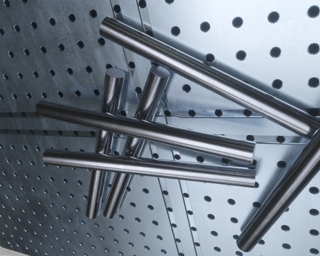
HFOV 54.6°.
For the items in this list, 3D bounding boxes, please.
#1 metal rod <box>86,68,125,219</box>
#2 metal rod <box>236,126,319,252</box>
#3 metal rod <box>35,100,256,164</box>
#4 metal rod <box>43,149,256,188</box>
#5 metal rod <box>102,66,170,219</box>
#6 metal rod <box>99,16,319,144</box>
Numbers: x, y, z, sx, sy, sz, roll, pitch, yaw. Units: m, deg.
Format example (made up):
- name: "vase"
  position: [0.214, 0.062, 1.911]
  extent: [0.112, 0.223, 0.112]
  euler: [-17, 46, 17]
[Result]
- name: "metal rod"
  position: [-0.091, 0.044, 0.486]
  extent: [0.025, 0.025, 0.298]
  euler: [26, 128, 12]
- name: "metal rod"
  position: [0.148, 0.063, 0.348]
  extent: [0.025, 0.025, 0.298]
  euler: [25, 135, 12]
- name: "metal rod"
  position: [-0.034, -0.001, 0.395]
  extent: [0.301, 0.025, 0.025]
  euler: [12, 123, 21]
- name: "metal rod"
  position: [-0.025, 0.053, 0.429]
  extent: [0.301, 0.025, 0.025]
  euler: [4, 121, 16]
- name: "metal rod"
  position: [-0.045, 0.042, 0.461]
  extent: [0.025, 0.025, 0.298]
  euler: [30, 128, 9]
- name: "metal rod"
  position: [0.065, -0.051, 0.345]
  extent: [0.301, 0.025, 0.025]
  euler: [28, 128, 10]
